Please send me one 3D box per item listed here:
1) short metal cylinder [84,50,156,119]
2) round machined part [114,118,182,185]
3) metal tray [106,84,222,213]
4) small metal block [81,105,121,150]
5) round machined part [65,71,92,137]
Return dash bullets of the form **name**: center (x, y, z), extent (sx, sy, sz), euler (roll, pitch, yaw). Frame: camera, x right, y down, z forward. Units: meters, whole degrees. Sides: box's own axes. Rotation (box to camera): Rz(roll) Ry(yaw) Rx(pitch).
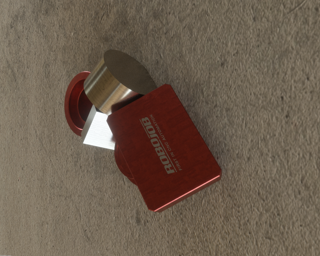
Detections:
- **short metal cylinder**: center (-0.053, -0.058, 0.413), extent (0.050, 0.081, 0.080), euler (-45, 63, 30)
- **round machined part**: center (-0.023, 0.031, 0.412), extent (0.098, 0.042, 0.097), euler (0, 90, 39)
- **metal tray**: center (0.003, 0.022, 0.370), extent (0.090, 0.030, 0.130), euler (-29, 69, 2)
- **small metal block**: center (-0.075, -0.001, 0.426), extent (0.050, 0.050, 0.025), euler (-63, 31, 20)
- **round machined part**: center (-0.100, -0.035, 0.475), extent (0.098, 0.042, 0.097), euler (0, 90, 39)
